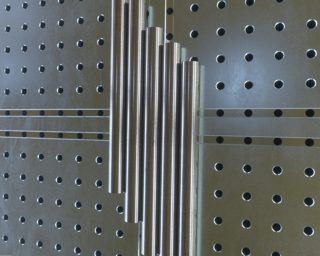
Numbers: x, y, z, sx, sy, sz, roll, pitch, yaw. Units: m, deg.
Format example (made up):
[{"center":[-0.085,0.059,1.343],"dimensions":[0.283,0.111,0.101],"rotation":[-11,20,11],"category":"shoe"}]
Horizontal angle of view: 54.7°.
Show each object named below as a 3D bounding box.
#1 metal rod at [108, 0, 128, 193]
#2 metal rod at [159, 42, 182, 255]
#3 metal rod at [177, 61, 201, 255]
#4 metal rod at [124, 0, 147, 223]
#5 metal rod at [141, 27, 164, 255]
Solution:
[{"center":[-0.057,-0.060,0.431],"dimensions":[0.025,0.025,0.298],"rotation":[1,90,19],"category":"metal rod"},{"center":[0.013,0.040,0.406],"dimensions":[0.025,0.025,0.298],"rotation":[1,90,19],"category":"metal rod"},{"center":[0.037,0.066,0.398],"dimensions":[0.025,0.025,0.298],"rotation":[1,90,19],"category":"metal rod"},{"center":[-0.033,-0.023,0.422],"dimensions":[0.025,0.025,0.298],"rotation":[1,90,19],"category":"metal rod"},{"center":[-0.010,0.018,0.414],"dimensions":[0.025,0.025,0.298],"rotation":[1,90,19],"category":"metal rod"}]
